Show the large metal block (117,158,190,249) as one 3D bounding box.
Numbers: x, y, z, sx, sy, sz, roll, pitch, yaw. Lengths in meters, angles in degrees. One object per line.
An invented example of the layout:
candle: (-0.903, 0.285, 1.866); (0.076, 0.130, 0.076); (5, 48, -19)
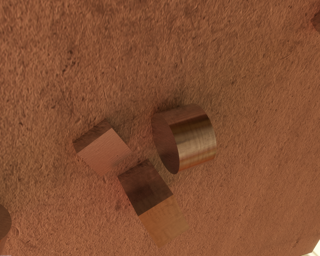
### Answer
large metal block: (-0.009, 0.103, 0.430); (0.050, 0.080, 0.080); (-30, 129, -9)

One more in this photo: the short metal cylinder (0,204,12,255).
short metal cylinder: (-0.208, 0.118, 0.330); (0.081, 0.080, 0.050); (12, 112, -34)

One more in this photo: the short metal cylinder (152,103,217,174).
short metal cylinder: (0.029, 0.013, 0.395); (0.050, 0.080, 0.079); (-17, 125, -19)

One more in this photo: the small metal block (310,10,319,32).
small metal block: (0.251, -0.157, 0.431); (0.025, 0.050, 0.050); (32, 100, -38)

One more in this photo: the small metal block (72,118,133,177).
small metal block: (-0.070, 0.025, 0.384); (0.050, 0.025, 0.050); (-37, 129, -3)
